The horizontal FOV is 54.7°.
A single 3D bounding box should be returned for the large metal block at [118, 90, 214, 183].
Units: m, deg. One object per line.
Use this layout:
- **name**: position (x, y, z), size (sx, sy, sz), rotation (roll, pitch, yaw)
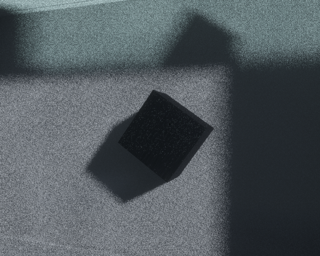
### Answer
- **large metal block**: position (0.008, 0.009, 0.394), size (0.080, 0.050, 0.080), rotation (38, 102, 15)
